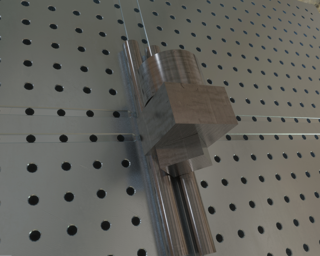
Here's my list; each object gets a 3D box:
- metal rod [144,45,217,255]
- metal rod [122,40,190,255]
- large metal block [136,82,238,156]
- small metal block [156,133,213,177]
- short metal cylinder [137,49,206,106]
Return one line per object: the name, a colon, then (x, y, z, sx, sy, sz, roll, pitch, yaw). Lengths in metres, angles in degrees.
metal rod: (0.020, 0.012, 0.415, 0.025, 0.025, 0.299, 1, 61, -28)
metal rod: (-0.012, 0.008, 0.399, 0.025, 0.025, 0.299, 1, 61, -28)
large metal block: (0.028, -0.008, 0.363, 0.081, 0.080, 0.050, 0, 62, -29)
small metal block: (0.029, 0.033, 0.360, 0.050, 0.050, 0.025, 46, 27, -62)
short metal cylinder: (0.016, -0.052, 0.387, 0.081, 0.080, 0.050, 1, 62, -28)
